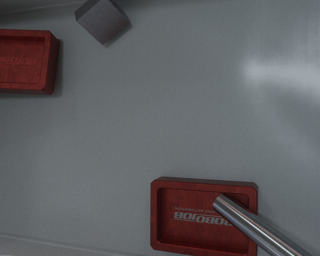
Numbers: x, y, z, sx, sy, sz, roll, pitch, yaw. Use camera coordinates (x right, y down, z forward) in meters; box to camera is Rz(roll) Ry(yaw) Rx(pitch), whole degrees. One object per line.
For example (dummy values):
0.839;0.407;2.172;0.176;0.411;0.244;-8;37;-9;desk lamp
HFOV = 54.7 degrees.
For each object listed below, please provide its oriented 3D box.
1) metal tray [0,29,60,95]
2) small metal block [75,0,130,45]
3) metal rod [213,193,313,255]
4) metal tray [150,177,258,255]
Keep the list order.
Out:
-0.222;-0.098;0.460;0.131;0.030;0.090;3;82;4;metal tray
-0.078;-0.150;0.421;0.050;0.050;0.025;-34;49;16;small metal block
0.162;0.147;0.265;0.300;0.025;0.025;33;102;44;metal rod
0.054;0.111;0.388;0.130;0.030;0.089;1;90;19;metal tray
